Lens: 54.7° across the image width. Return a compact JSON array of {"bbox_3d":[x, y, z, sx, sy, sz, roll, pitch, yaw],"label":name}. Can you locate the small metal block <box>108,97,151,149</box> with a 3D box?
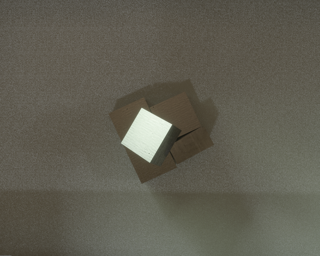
[{"bbox_3d":[-0.033,-0.007,0.409,0.050,0.025,0.050,-25,90,-1],"label":"small metal block"}]

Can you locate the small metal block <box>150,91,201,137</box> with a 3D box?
[{"bbox_3d":[0.020,-0.014,0.410,0.050,0.025,0.050,-25,90,-1],"label":"small metal block"}]

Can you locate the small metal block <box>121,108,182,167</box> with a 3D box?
[{"bbox_3d":[-0.011,0.011,0.372,0.050,0.025,0.050,30,90,34],"label":"small metal block"}]

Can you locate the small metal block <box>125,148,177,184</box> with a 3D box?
[{"bbox_3d":[-0.011,0.039,0.410,0.050,0.025,0.050,-25,90,-1],"label":"small metal block"}]

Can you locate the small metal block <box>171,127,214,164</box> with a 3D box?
[{"bbox_3d":[0.037,0.021,0.398,0.050,0.050,0.025,-28,90,-1],"label":"small metal block"}]
